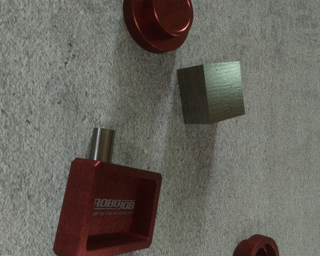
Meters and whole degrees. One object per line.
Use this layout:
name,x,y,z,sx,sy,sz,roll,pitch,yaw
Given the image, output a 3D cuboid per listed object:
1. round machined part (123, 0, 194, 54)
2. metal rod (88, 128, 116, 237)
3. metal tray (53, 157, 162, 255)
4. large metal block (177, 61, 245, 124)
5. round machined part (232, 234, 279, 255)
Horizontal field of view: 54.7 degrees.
round machined part,0.005,-0.149,0.400,0.099,0.042,0.097,0,90,-40
metal rod,-0.082,0.149,0.338,0.025,0.025,0.298,12,82,-40
metal tray,-0.047,0.086,0.333,0.130,0.030,0.090,26,71,-59
large metal block,0.076,-0.052,0.455,0.081,0.050,0.079,-14,99,-39
round machined part,0.161,0.232,0.532,0.099,0.042,0.097,0,90,-40
